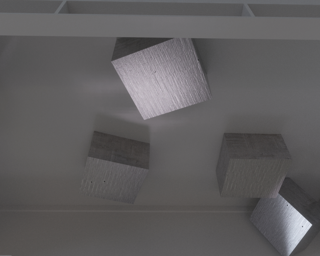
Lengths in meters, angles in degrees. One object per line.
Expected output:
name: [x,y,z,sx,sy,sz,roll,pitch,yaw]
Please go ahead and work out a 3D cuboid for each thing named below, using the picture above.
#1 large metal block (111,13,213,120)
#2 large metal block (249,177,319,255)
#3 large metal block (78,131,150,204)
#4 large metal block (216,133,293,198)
large metal block: [0.004,-0.065,0.338,0.080,0.050,0.080,-17,128,14]
large metal block: [0.196,0.137,0.476,0.050,0.080,0.079,-8,129,-32]
large metal block: [-0.065,0.058,0.441,0.081,0.050,0.079,14,129,-12]
large metal block: [0.128,0.054,0.440,0.081,0.050,0.079,1,130,-1]
